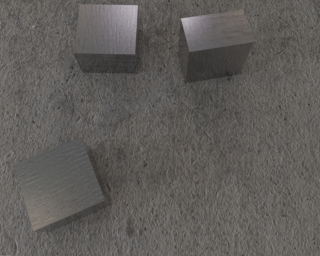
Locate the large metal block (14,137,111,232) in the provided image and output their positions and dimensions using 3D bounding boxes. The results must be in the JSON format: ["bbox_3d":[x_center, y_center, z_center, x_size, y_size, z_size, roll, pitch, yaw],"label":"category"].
[{"bbox_3d":[-0.113,0.068,0.369,0.080,0.050,0.080,-23,72,-8],"label":"large metal block"}]

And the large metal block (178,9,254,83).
[{"bbox_3d":[0.070,-0.107,0.418,0.081,0.080,0.050,-10,71,-4],"label":"large metal block"}]

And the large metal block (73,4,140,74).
[{"bbox_3d":[-0.072,-0.126,0.440,0.081,0.050,0.080,1,70,0],"label":"large metal block"}]
